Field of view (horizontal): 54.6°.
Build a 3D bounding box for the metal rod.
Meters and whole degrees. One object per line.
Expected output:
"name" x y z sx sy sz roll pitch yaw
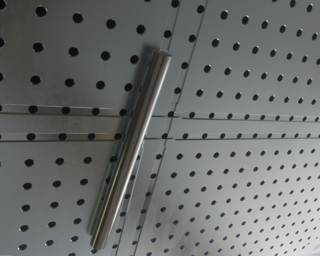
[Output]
"metal rod" -0.045 0.044 0.412 0.025 0.025 0.298 6 115 -31
